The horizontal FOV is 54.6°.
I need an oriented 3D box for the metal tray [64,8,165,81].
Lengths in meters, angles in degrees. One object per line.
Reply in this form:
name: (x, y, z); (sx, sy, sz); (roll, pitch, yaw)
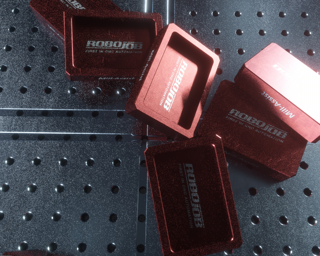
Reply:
metal tray: (-0.061, -0.112, 0.424); (0.131, 0.030, 0.090); (-2, 84, -13)

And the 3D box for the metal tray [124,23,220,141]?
metal tray: (0.020, -0.059, 0.407); (0.090, 0.030, 0.130); (29, 70, -23)

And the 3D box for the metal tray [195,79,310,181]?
metal tray: (0.123, 0.002, 0.409); (0.130, 0.030, 0.090); (25, 72, 8)

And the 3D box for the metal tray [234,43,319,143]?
metal tray: (0.175, -0.051, 0.411); (0.130, 0.030, 0.091); (42, 53, 14)

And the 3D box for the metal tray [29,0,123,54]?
metal tray: (-0.119, -0.169, 0.470); (0.130, 0.030, 0.090); (42, 75, 14)

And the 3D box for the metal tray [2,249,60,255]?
metal tray: (-0.149, 0.192, 0.306); (0.030, 0.090, 0.130); (14, 71, 5)

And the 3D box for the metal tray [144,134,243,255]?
metal tray: (0.037, 0.079, 0.363); (0.091, 0.030, 0.129); (-10, 85, -4)
